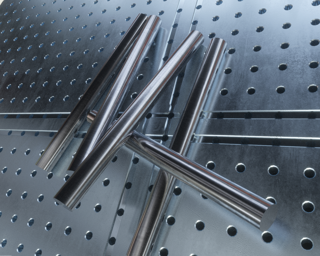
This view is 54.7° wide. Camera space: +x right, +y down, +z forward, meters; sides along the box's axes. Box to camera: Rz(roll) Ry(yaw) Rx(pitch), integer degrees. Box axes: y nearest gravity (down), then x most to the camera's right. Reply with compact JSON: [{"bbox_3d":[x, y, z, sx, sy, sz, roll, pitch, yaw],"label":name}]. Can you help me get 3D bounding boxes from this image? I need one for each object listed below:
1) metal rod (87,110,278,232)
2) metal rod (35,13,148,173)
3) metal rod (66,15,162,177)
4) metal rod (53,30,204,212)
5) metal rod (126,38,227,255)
[{"bbox_3d":[-0.005,0.029,0.360,0.300,0.025,0.025,25,75,46],"label":"metal rod"},{"bbox_3d":[-0.101,-0.065,0.498,0.025,0.025,0.300,20,72,35],"label":"metal rod"},{"bbox_3d":[-0.053,-0.062,0.441,0.025,0.025,0.300,0,52,28],"label":"metal rod"},{"bbox_3d":[-0.023,-0.028,0.392,0.025,0.025,0.301,15,56,34],"label":"metal rod"},{"bbox_3d":[0.029,0.011,0.385,0.025,0.025,0.300,9,66,32],"label":"metal rod"}]
